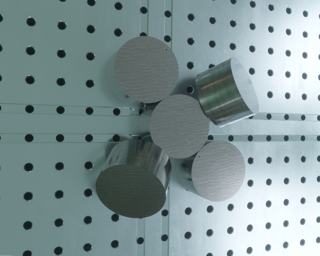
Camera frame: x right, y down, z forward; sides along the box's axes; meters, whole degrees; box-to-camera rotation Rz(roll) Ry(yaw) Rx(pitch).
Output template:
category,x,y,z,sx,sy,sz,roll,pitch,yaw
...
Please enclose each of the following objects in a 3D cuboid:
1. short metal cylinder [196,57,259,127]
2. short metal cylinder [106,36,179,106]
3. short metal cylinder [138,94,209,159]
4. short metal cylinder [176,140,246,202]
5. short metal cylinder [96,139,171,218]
category,x,y,z,sx,sy,sz,roll,pitch,yaw
short metal cylinder,0.091,-0.047,0.412,0.080,0.050,0.080,36,42,-41
short metal cylinder,-0.023,-0.070,0.391,0.081,0.050,0.079,0,90,-21
short metal cylinder,0.017,-0.002,0.406,0.081,0.050,0.079,0,90,-21
short metal cylinder,0.069,0.056,0.426,0.081,0.050,0.079,0,90,-21
short metal cylinder,-0.029,0.060,0.367,0.080,0.050,0.079,4,121,7
